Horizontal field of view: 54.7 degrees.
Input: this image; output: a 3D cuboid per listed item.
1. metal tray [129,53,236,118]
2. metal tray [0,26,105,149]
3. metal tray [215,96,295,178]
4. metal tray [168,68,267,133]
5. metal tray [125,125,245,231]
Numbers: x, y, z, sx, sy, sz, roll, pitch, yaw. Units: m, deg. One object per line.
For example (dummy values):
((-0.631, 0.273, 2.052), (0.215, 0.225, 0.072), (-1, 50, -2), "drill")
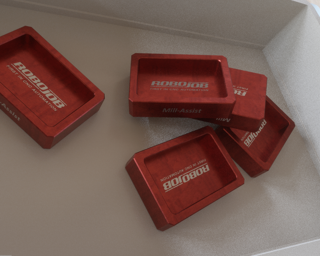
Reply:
((0.026, -0.057, 0.409), (0.131, 0.030, 0.090), (1, 52, -3), "metal tray")
((-0.141, -0.050, 0.356), (0.130, 0.030, 0.090), (43, 51, 1), "metal tray")
((0.148, 0.003, 0.479), (0.090, 0.030, 0.131), (46, 51, 3), "metal tray")
((0.083, -0.049, 0.446), (0.131, 0.030, 0.090), (13, 53, 7), "metal tray")
((0.034, 0.057, 0.385), (0.131, 0.030, 0.090), (-19, 72, -35), "metal tray")
